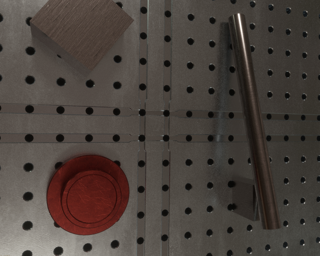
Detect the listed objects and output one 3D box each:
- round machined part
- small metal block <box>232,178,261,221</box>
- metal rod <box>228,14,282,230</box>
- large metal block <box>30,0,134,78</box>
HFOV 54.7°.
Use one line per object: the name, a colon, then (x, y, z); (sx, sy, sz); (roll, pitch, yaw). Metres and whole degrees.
round machined part: (-0.084, 0.081, 0.373); (0.099, 0.042, 0.097); (0, 90, -20)
small metal block: (0.130, 0.102, 0.449); (0.025, 0.050, 0.050); (-1, 91, -20)
metal rod: (0.129, -0.016, 0.429); (0.025, 0.025, 0.298); (-2, 79, -20)
large metal block: (-0.092, -0.119, 0.366); (0.080, 0.050, 0.080); (39, 77, -16)
